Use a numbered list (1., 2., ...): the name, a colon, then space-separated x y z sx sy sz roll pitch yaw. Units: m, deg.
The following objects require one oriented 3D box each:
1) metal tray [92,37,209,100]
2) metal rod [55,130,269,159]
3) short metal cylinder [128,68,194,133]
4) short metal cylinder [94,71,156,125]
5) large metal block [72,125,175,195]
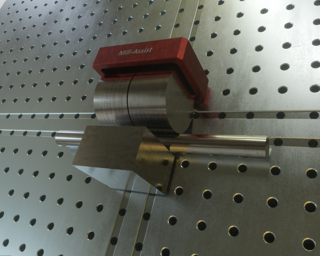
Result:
1. metal tray: -0.012 -0.072 0.412 0.130 0.090 0.030 1 63 29
2. metal rod: -0.018 0.018 0.401 0.300 0.025 0.025 1 62 28
3. short metal cylinder: 0.004 -0.034 0.388 0.050 0.080 0.080 2 63 29
4. short metal cylinder: -0.042 -0.034 0.412 0.050 0.080 0.080 1 62 28
5. large metal block: -0.040 0.038 0.365 0.080 0.080 0.050 1 62 28
